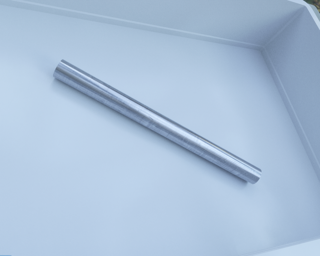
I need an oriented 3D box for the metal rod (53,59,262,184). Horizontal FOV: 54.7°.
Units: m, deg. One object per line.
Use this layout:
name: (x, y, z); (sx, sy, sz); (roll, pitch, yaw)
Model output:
metal rod: (0.005, -0.003, 0.409); (0.301, 0.025, 0.025); (29, 52, -11)
